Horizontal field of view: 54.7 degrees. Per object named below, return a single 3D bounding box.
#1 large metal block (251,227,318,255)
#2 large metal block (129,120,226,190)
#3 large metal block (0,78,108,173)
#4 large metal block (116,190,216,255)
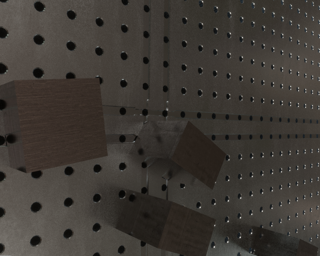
[{"bbox_3d":[0.230,0.226,0.571,0.080,0.080,0.050,32,70,-36],"label":"large metal block"},{"bbox_3d":[0.022,0.033,0.394,0.080,0.080,0.050,39,66,-34],"label":"large metal block"},{"bbox_3d":[-0.104,-0.006,0.307,0.081,0.050,0.079,-10,96,-40],"label":"large metal block"},{"bbox_3d":[0.007,0.119,0.382,0.080,0.080,0.050,31,71,-36],"label":"large metal block"}]
